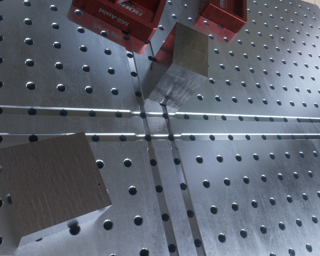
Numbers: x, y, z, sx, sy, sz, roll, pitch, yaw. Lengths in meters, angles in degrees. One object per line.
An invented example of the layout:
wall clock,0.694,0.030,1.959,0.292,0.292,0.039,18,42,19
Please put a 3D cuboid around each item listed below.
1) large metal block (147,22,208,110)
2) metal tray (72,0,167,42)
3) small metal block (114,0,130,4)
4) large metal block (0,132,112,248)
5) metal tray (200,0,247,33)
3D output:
large metal block,0.025,-0.086,0.439,0.050,0.080,0.080,19,55,-18
metal tray,-0.060,-0.203,0.495,0.131,0.030,0.090,24,53,-14
small metal block,-0.056,-0.230,0.486,0.050,0.025,0.050,-25,90,-21
large metal block,-0.104,0.057,0.301,0.081,0.050,0.080,-13,69,-33
metal tray,0.132,-0.263,0.636,0.091,0.030,0.130,21,54,-16
